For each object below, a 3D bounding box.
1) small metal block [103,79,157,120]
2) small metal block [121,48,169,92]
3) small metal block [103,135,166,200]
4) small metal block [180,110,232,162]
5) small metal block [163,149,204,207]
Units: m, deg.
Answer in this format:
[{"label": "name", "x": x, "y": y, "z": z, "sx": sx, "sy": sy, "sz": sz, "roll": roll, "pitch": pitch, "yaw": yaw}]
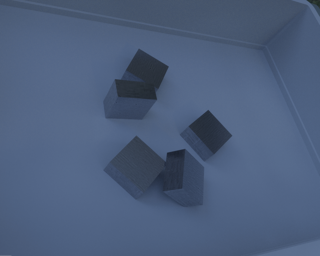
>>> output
[{"label": "small metal block", "x": -0.039, "y": -0.034, "z": 0.389, "sx": 0.050, "sy": 0.050, "sz": 0.025, "roll": 2, "pitch": 61, "yaw": -28}, {"label": "small metal block", "x": -0.021, "y": -0.077, "z": 0.441, "sx": 0.050, "sy": 0.025, "sz": 0.050, "roll": 30, "pitch": 52, "yaw": -10}, {"label": "small metal block", "x": -0.028, "y": 0.046, "z": 0.362, "sx": 0.050, "sy": 0.025, "sz": 0.050, "roll": 42, "pitch": 51, "yaw": 1}, {"label": "small metal block", "x": 0.065, "y": 0.010, "z": 0.434, "sx": 0.050, "sy": 0.025, "sz": 0.050, "roll": 48, "pitch": 51, "yaw": 5}, {"label": "small metal block", "x": 0.030, "y": 0.060, "z": 0.370, "sx": 0.050, "sy": 0.025, "sz": 0.050, "roll": 44, "pitch": 42, "yaw": -42}]
